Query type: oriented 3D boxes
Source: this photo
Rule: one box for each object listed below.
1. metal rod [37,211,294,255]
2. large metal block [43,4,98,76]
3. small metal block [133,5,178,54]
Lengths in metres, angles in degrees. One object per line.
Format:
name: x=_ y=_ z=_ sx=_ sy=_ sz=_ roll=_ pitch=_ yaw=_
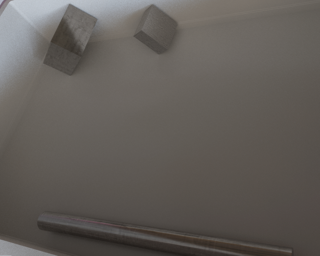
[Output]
metal rod: x=-0.018 y=0.120 z=0.339 sx=0.300 sy=0.025 sz=0.025 roll=-1 pitch=61 yaw=27
large metal block: x=-0.156 y=-0.149 z=0.536 sx=0.080 sy=0.050 sz=0.080 roll=-28 pitch=42 yaw=58
small metal block: x=-0.006 y=-0.152 z=0.480 sx=0.025 sy=0.050 sz=0.050 roll=-12 pitch=53 yaw=56
